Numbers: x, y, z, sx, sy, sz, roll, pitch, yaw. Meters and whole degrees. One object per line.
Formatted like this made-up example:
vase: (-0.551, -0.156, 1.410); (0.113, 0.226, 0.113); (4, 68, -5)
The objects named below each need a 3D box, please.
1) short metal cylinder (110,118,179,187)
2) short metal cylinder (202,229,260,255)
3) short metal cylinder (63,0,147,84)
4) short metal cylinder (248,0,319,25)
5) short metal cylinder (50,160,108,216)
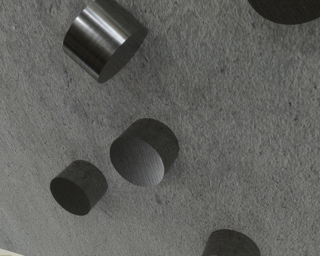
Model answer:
short metal cylinder: (-0.021, 0.033, 0.422); (0.080, 0.050, 0.079); (13, 124, 21)
short metal cylinder: (0.103, 0.198, 0.459); (0.080, 0.050, 0.079); (13, 124, 21)
short metal cylinder: (-0.060, -0.096, 0.343); (0.050, 0.080, 0.080); (42, 129, -1)
short metal cylinder: (0.112, -0.130, 0.251); (0.080, 0.050, 0.079); (13, 124, 21)
short metal cylinder: (-0.137, 0.101, 0.526); (0.080, 0.050, 0.079); (13, 124, 21)
